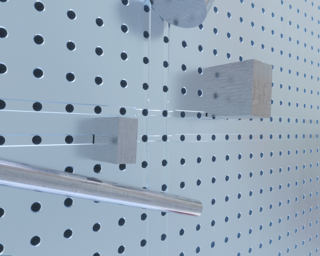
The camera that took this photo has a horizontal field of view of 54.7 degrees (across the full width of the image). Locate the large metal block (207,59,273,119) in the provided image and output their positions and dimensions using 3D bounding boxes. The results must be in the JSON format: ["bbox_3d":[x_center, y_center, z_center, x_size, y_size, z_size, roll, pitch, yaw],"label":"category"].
[{"bbox_3d":[0.123,-0.056,0.479,0.050,0.080,0.080,5,87,-40],"label":"large metal block"}]

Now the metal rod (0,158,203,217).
[{"bbox_3d":[-0.057,0.076,0.362,0.302,0.025,0.025,21,77,-38],"label":"metal rod"}]

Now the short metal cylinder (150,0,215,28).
[{"bbox_3d":[0.032,-0.178,0.402,0.080,0.080,0.050,41,65,-33],"label":"short metal cylinder"}]

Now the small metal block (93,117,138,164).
[{"bbox_3d":[-0.051,0.014,0.352,0.025,0.050,0.050,4,87,-40],"label":"small metal block"}]
